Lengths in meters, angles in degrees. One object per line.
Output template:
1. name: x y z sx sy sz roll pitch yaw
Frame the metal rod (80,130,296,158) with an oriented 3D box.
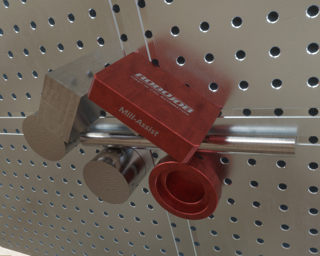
1. metal rod: 0.017 0.018 0.413 0.300 0.025 0.025 1 119 27

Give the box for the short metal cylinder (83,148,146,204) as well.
1. short metal cylinder: -0.069 0.069 0.474 0.080 0.050 0.079 13 124 21

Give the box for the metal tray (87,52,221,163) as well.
1. metal tray: -0.003 -0.028 0.353 0.130 0.090 0.030 35 129 5

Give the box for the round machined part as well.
1. round machined part: 0.037 0.075 0.427 0.098 0.042 0.097 13 124 21

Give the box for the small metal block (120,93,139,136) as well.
1. small metal block: -0.030 -0.025 0.412 0.050 0.025 0.050 43 129 -2

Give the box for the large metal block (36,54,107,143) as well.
1. large metal block: -0.109 -0.040 0.409 0.050 0.080 0.079 33 129 6

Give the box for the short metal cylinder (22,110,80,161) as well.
1. short metal cylinder: -0.164 0.005 0.484 0.080 0.050 0.079 13 124 21
